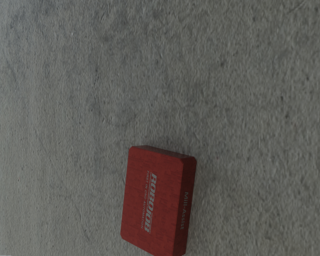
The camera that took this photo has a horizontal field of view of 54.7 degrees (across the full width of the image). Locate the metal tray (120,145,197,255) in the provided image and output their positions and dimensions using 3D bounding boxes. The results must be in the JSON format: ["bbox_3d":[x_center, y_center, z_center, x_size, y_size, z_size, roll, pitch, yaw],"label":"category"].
[{"bbox_3d":[-0.005,0.094,0.404,0.090,0.030,0.129,11,97,39],"label":"metal tray"}]
